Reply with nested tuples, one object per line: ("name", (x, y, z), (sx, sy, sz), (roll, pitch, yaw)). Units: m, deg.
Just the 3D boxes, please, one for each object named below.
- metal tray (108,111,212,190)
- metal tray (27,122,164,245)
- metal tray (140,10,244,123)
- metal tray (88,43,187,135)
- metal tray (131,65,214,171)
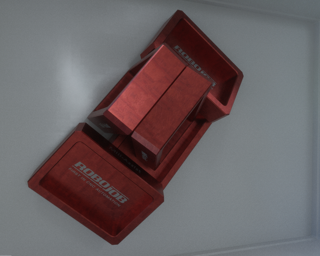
("metal tray", (0.001, 0.006, 0.407), (0.090, 0.030, 0.130), (41, 77, -16))
("metal tray", (-0.071, 0.067, 0.362), (0.130, 0.030, 0.090), (42, 101, -16))
("metal tray", (0.047, -0.081, 0.406), (0.130, 0.030, 0.090), (41, 52, -16))
("metal tray", (-0.032, -0.037, 0.341), (0.030, 0.130, 0.090), (42, 77, -15))
("metal tray", (0.011, -0.003, 0.345), (0.030, 0.130, 0.090), (37, 77, 7))
